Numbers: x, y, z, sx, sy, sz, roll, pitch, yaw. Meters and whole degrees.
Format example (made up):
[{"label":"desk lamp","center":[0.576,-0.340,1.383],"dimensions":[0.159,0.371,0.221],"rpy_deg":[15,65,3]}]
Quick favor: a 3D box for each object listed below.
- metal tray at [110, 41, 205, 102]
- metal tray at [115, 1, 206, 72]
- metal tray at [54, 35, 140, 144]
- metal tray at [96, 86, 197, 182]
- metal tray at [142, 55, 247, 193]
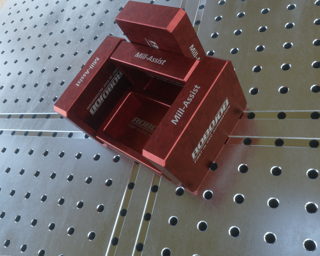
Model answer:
[{"label":"metal tray","center":[0.007,-0.062,0.401],"dimensions":[0.130,0.090,0.030],"rpy_deg":[24,76,36]},{"label":"metal tray","center":[0.012,-0.097,0.394],"dimensions":[0.090,0.130,0.030],"rpy_deg":[25,76,36]},{"label":"metal tray","center":[-0.076,-0.053,0.439],"dimensions":[0.030,0.090,0.130],"rpy_deg":[24,75,36]},{"label":"metal tray","center":[-0.013,0.002,0.411],"dimensions":[0.130,0.030,0.090],"rpy_deg":[24,75,36]},{"label":"metal tray","center":[0.045,-0.003,0.344],"dimensions":[0.030,0.090,0.130],"rpy_deg":[24,75,36]}]
